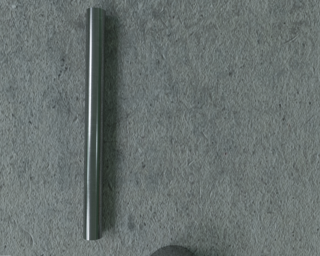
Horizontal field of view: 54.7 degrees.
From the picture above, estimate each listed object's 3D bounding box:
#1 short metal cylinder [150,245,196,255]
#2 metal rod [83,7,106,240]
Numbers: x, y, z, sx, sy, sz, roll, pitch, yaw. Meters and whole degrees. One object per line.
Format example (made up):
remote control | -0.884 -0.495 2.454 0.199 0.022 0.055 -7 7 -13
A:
short metal cylinder | 0.018 0.200 0.398 0.081 0.050 0.079 0 90 -1
metal rod | -0.086 -0.005 0.408 0.025 0.025 0.298 1 90 -1
